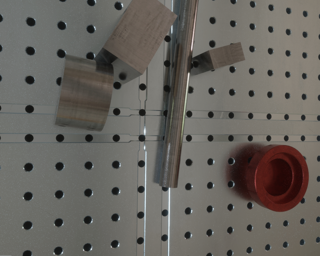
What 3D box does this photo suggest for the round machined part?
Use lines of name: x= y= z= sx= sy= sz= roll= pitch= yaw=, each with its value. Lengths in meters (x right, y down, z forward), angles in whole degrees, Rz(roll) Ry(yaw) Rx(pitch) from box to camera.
round machined part: x=0.171 y=0.073 z=0.469 sx=0.099 sy=0.042 sz=0.097 roll=0 pitch=90 yaw=-21

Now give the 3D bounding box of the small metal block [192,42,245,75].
small metal block: x=0.080 y=-0.096 z=0.430 sx=0.050 sy=0.050 sz=0.025 roll=-19 pitch=97 yaw=-19

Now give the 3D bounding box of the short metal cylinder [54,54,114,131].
short metal cylinder: x=-0.087 y=-0.039 z=0.352 sx=0.050 sy=0.080 sz=0.080 roll=9 pitch=87 yaw=-20

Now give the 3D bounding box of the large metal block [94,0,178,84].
large metal block: x=-0.033 y=-0.105 z=0.372 sx=0.050 sy=0.080 sz=0.080 roll=32 pitch=79 yaw=-18

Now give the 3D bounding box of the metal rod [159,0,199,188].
metal rod: x=0.028 y=-0.069 z=0.424 sx=0.025 sy=0.025 sz=0.298 roll=8 pitch=87 yaw=-20
